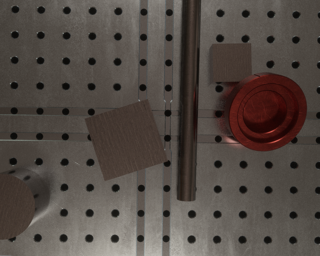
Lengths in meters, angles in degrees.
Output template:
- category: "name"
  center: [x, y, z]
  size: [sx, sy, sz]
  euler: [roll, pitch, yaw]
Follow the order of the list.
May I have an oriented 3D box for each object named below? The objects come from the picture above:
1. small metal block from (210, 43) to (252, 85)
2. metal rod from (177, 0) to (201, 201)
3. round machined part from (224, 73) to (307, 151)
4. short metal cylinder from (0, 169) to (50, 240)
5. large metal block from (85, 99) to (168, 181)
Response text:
- category: "small metal block"
  center: [0.094, -0.085, 0.415]
  size: [0.050, 0.025, 0.050]
  euler: [-1, 90, -1]
- category: "metal rod"
  center: [0.039, -0.054, 0.413]
  size: [0.025, 0.025, 0.298]
  euler: [2, 90, -1]
- category: "round machined part"
  center: [0.131, -0.023, 0.398]
  size: [0.099, 0.042, 0.097]
  euler: [-1, 107, -4]
- category: "short metal cylinder"
  center: [-0.191, 0.095, 0.398]
  size: [0.081, 0.050, 0.079]
  euler: [0, 90, -1]
- category: "large metal block"
  center: [-0.041, 0.014, 0.400]
  size: [0.080, 0.050, 0.080]
  euler: [-18, 90, -1]
